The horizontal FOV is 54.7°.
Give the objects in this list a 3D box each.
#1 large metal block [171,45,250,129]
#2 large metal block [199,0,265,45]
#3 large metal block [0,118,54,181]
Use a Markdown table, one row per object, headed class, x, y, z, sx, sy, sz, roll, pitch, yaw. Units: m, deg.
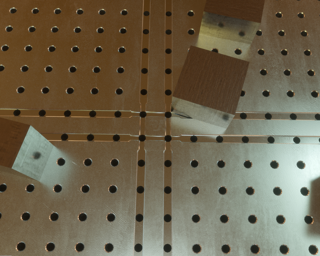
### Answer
| class | x | y | z | sx | sy | sz | roll | pitch | yaw |
| --- | --- | --- | --- | --- | --- | --- | --- | --- | --- |
| large metal block | 0.066 | -0.055 | 0.419 | 0.080 | 0.050 | 0.080 | 18 | 71 | 6 |
| large metal block | 0.110 | -0.182 | 0.466 | 0.080 | 0.050 | 0.080 | 14 | 71 | 4 |
| large metal block | -0.188 | 0.023 | 0.372 | 0.080 | 0.080 | 0.050 | 14 | 71 | 5 |
